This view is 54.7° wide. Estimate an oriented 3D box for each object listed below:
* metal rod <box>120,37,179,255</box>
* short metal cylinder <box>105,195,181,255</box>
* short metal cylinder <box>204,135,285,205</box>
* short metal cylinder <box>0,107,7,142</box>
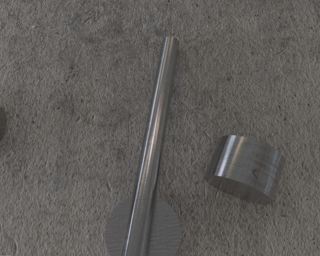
[{"bbox_3d":[-0.005,0.000,0.374,0.025,0.025,0.300,8,57,3],"label":"metal rod"},{"bbox_3d":[-0.018,0.119,0.351,0.081,0.050,0.080,0,70,0],"label":"short metal cylinder"},{"bbox_3d":[0.098,0.050,0.362,0.080,0.080,0.050,22,72,7],"label":"short metal cylinder"},{"bbox_3d":[-0.238,-0.002,0.378,0.050,0.080,0.080,25,72,9],"label":"short metal cylinder"}]
